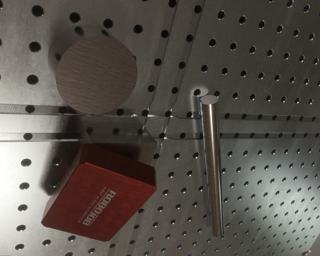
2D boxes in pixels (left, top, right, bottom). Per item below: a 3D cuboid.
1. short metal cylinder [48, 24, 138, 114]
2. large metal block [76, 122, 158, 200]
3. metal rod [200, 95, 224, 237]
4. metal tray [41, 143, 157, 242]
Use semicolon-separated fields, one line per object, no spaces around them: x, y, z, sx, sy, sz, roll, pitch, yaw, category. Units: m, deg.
-0.070;-0.061;0.320;0.081;0.050;0.079;-14;124;-21;short metal cylinder
-0.059;0.040;0.389;0.081;0.050;0.079;1;118;-30;large metal block
0.090;0.080;0.512;0.025;0.025;0.298;-22;127;-16;metal rod
-0.074;0.082;0.368;0.091;0.030;0.129;24;125;-21;metal tray
